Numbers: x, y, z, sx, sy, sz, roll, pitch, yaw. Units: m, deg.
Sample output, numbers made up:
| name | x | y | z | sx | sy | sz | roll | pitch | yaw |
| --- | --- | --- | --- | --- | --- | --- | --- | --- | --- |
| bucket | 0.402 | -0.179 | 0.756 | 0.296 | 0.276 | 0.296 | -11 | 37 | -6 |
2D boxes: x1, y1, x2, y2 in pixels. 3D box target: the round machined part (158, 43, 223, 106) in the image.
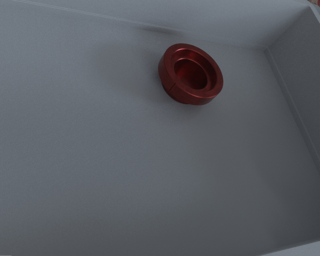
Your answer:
| name | x | y | z | sx | sy | sz | roll | pitch | yaw |
| --- | --- | --- | --- | --- | --- | --- | --- | --- | --- |
| round machined part | 0.041 | -0.074 | 0.462 | 0.099 | 0.042 | 0.098 | 13 | 56 | -21 |
